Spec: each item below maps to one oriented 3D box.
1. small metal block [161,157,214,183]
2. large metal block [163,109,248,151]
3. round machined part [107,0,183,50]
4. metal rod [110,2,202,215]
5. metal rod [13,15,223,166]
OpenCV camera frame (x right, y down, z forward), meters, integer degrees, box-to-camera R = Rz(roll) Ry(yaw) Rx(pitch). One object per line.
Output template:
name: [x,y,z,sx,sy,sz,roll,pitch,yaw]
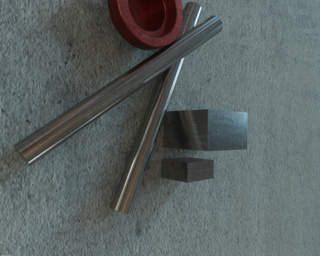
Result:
small metal block: [0.037,0.056,0.422,0.050,0.050,0.025,-1,91,-40]
large metal block: [0.061,0.003,0.423,0.081,0.080,0.050,1,89,-40]
round machined part: [-0.021,-0.144,0.377,0.099,0.042,0.097,0,90,-40]
metal rod: [0.001,-0.037,0.406,0.025,0.025,0.299,31,71,-36]
metal rod: [-0.027,-0.059,0.363,0.302,0.025,0.025,-39,115,-26]
